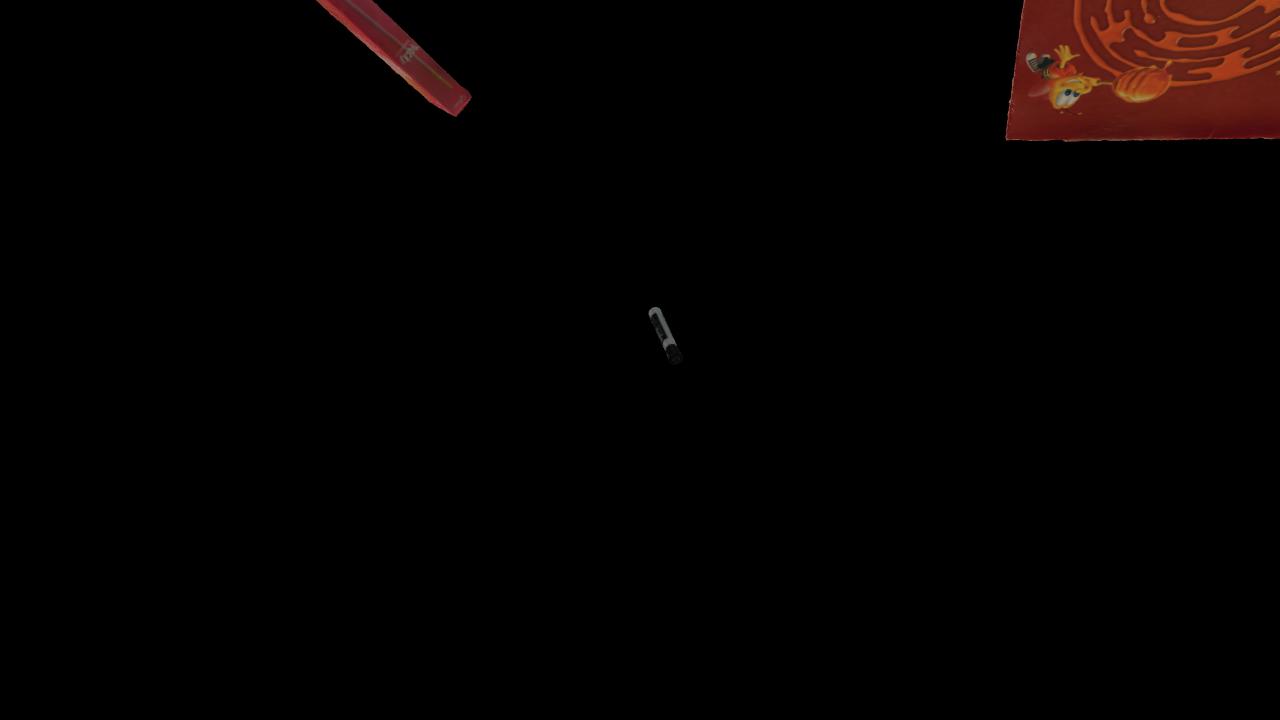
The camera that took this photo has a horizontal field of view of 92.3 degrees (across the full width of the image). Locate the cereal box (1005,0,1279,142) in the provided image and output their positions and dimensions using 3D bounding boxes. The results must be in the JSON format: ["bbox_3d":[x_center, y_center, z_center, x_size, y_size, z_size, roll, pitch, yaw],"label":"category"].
[{"bbox_3d":[0.339,-0.270,0.345,0.203,0.081,0.306,12,-29,32],"label":"cereal box"}]

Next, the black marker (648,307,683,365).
[{"bbox_3d":[0.034,-0.033,0.820,0.020,0.020,0.121,0,35,-15],"label":"black marker"}]

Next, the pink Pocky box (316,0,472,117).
[{"bbox_3d":[-0.232,-0.293,0.563,0.155,0.029,0.084,37,3,-46],"label":"pink Pocky box"}]
